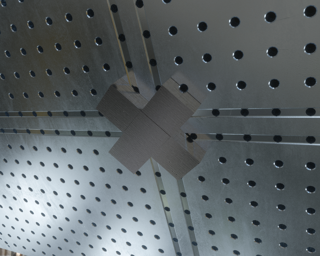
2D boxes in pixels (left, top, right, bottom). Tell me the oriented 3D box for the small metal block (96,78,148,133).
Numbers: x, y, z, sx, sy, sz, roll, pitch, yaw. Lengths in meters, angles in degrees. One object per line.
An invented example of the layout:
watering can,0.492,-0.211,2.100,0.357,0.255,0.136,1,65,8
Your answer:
small metal block,-0.051,-0.030,0.418,0.050,0.025,0.050,42,129,-1

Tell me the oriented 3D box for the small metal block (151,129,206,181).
small metal block,0.025,0.036,0.419,0.050,0.025,0.050,42,129,-1

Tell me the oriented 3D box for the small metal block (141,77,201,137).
small metal block,0.014,-0.025,0.387,0.050,0.025,0.050,41,129,-1

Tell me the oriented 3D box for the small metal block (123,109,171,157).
small metal block,-0.013,0.003,0.417,0.050,0.025,0.050,41,129,-1

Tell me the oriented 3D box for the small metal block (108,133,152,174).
small metal block,-0.039,0.032,0.450,0.050,0.025,0.050,41,129,-1
